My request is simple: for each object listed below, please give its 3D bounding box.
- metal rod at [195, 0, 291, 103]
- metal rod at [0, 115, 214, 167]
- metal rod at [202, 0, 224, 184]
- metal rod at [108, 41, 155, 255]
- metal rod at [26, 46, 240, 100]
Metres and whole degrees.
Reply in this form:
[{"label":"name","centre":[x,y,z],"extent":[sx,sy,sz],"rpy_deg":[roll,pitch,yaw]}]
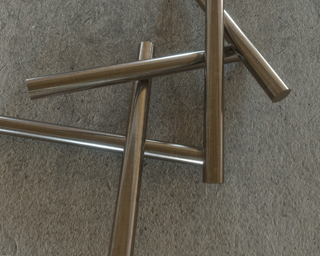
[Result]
[{"label":"metal rod","centre":[0.086,-0.157,0.441],"extent":[0.025,0.025,0.299],"rpy_deg":[-23,63,-8]},{"label":"metal rod","centre":[-0.078,0.016,0.401],"extent":[0.302,0.025,0.025],"rpy_deg":[9,70,3]},{"label":"metal rod","centre":[0.070,-0.080,0.397],"extent":[0.025,0.025,0.299],"rpy_deg":[3,76,1]},{"label":"metal rod","centre":[-0.030,0.012,0.376],"extent":[0.025,0.025,0.300],"rpy_deg":[4,60,1]},{"label":"metal rod","centre":[-0.010,-0.078,0.400],"extent":[0.302,0.025,0.025],"rpy_deg":[-14,70,-19]}]
